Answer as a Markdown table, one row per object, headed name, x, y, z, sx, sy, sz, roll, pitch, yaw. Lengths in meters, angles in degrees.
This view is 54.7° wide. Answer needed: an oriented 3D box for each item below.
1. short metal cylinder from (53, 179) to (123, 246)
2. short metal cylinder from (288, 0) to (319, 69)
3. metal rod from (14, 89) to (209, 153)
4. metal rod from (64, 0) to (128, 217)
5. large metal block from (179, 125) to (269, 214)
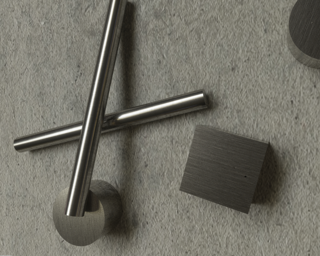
| name | x | y | z | sx | sy | sz | roll | pitch | yaw |
| --- | --- | --- | --- | --- | --- | --- | --- | --- | --- |
| short metal cylinder | -0.100 | 0.115 | 0.431 | 0.080 | 0.050 | 0.079 | 0 | 90 | 20 |
| short metal cylinder | 0.180 | -0.107 | 0.332 | 0.080 | 0.050 | 0.079 | 0 | 90 | 20 |
| metal rod | -0.081 | -0.005 | 0.437 | 0.301 | 0.025 | 0.025 | -13 | 86 | 19 |
| metal rod | -0.082 | -0.037 | 0.408 | 0.025 | 0.025 | 0.299 | 7 | 81 | 20 |
| large metal block | 0.077 | 0.045 | 0.368 | 0.080 | 0.050 | 0.080 | 16 | 95 | 19 |
